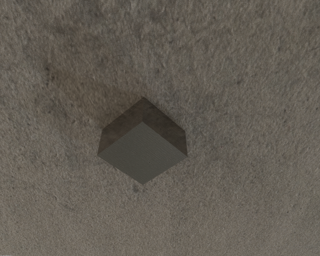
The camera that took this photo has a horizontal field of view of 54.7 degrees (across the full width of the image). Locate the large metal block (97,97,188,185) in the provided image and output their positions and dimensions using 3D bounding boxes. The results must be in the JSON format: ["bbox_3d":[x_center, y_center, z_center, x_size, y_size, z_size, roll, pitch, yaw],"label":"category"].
[{"bbox_3d":[-0.022,0.019,0.407,0.080,0.050,0.080,-36,122,26],"label":"large metal block"}]
